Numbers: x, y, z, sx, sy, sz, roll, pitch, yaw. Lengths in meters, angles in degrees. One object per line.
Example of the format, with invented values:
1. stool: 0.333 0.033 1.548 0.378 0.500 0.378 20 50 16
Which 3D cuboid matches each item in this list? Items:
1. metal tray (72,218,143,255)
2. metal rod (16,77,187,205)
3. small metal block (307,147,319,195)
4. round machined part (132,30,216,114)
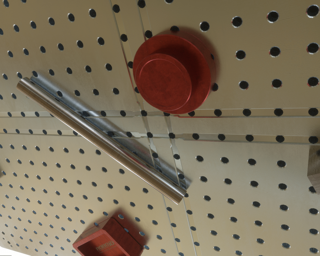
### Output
1. metal tray: -0.105 0.235 0.608 0.090 0.030 0.129 48 129 -6
2. metal rod: -0.090 0.017 0.469 0.301 0.025 0.025 35 129 4
3. small metal block: 0.185 0.039 0.321 0.050 0.050 0.025 -24 105 37
4. round machined part: 0.011 -0.059 0.358 0.098 0.042 0.097 13 124 21
